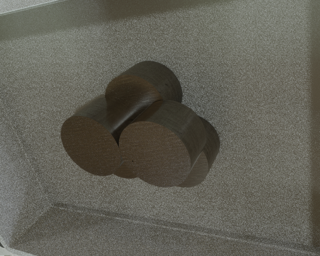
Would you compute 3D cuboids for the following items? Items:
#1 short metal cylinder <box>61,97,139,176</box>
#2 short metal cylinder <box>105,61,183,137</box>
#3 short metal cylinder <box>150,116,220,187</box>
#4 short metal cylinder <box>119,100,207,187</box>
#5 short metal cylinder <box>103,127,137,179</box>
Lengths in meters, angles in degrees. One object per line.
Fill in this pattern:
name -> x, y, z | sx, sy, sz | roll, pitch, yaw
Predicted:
short metal cylinder -> -0.069, 0.010, 0.368 | 0.080, 0.050, 0.079 | 13, 124, 21
short metal cylinder -> -0.019, -0.036, 0.379 | 0.080, 0.050, 0.079 | 13, 124, 21
short metal cylinder -> 0.030, 0.028, 0.392 | 0.080, 0.050, 0.079 | 13, 124, 21
short metal cylinder -> 0.004, 0.016, 0.333 | 0.080, 0.050, 0.079 | 13, 124, 21
short metal cylinder -> -0.044, 0.023, 0.427 | 0.080, 0.050, 0.079 | 13, 124, 21
